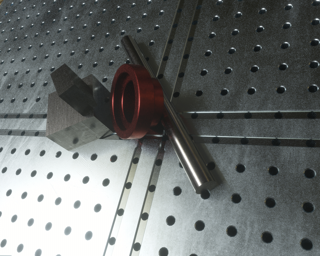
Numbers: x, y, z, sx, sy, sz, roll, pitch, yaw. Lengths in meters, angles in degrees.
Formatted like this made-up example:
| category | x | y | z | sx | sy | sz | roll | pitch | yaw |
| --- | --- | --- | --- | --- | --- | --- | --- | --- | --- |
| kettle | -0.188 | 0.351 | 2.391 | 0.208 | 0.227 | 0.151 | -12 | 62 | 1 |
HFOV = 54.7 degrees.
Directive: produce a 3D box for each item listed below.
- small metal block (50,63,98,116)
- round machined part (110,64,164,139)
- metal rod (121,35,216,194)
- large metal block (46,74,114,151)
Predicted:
| category | x | y | z | sx | sy | sz | roll | pitch | yaw |
| --- | --- | --- | --- | --- | --- | --- | --- | --- | --- |
| small metal block | -0.116 | -0.051 | 0.419 | 0.025 | 0.050 | 0.050 | -36 | 51 | 4 |
| round machined part | -0.029 | -0.034 | 0.411 | 0.098 | 0.042 | 0.097 | 2 | 92 | 61 |
| metal rod | -0.002 | -0.040 | 0.432 | 0.025 | 0.025 | 0.300 | -32 | 52 | 7 |
| large metal block | -0.120 | -0.022 | 0.467 | 0.080 | 0.050 | 0.080 | -21 | 54 | 15 |
